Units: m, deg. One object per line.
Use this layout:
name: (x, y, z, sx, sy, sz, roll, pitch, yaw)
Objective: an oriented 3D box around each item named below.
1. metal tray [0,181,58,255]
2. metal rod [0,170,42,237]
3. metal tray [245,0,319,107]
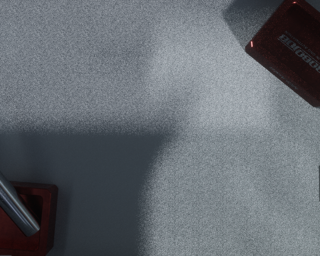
metal tray: (-0.207, 0.116, 0.406, 0.131, 0.030, 0.089, 5, 90, -1)
metal rod: (-0.226, 0.007, 0.341, 0.025, 0.025, 0.299, -27, 112, 0)
metal tray: (0.193, -0.101, 0.411, 0.130, 0.030, 0.090, 39, 90, -1)
